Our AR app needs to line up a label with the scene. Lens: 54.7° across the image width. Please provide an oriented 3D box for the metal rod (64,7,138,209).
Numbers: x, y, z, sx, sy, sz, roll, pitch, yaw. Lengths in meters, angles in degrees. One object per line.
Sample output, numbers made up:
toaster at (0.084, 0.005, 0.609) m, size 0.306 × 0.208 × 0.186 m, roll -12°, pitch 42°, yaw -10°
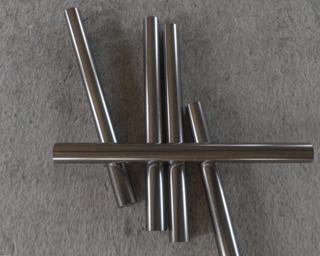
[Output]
metal rod at (-0.086, -0.040, 0.421) m, size 0.025 × 0.025 × 0.299 m, roll -17°, pitch 71°, yaw -7°

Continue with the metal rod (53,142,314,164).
metal rod at (0.028, 0.030, 0.369) m, size 0.302 × 0.025 × 0.025 m, roll 0°, pitch 70°, yaw -1°

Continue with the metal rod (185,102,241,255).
metal rod at (0.073, 0.108, 0.369) m, size 0.025 × 0.025 × 0.299 m, roll -10°, pitch 70°, yaw -4°

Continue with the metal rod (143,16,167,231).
metal rod at (-0.009, -0.020, 0.415) m, size 0.025 × 0.025 × 0.299 m, roll -1°, pitch 70°, yaw -1°

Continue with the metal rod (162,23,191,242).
metal rod at (0.019, -0.008, 0.411) m, size 0.025 × 0.025 × 0.299 m, roll -1°, pitch 70°, yaw -1°
